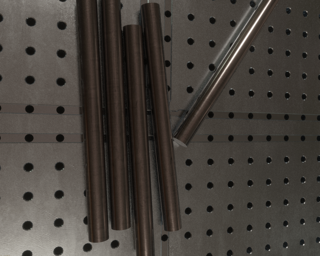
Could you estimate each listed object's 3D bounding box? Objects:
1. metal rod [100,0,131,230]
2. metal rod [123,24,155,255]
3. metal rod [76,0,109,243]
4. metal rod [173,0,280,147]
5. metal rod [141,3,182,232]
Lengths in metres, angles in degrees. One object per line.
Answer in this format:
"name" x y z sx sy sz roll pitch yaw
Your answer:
"metal rod" -0.056 -0.023 0.392 0.025 0.025 0.298 -3 91 -20
"metal rod" -0.027 0.019 0.403 0.025 0.025 0.298 -4 91 -20
"metal rod" -0.083 -0.011 0.382 0.025 0.025 0.298 -3 91 -20
"metal rod" 0.108 -0.103 0.453 0.025 0.025 0.300 37 78 -17
"metal rod" 0.002 -0.012 0.414 0.025 0.025 0.298 -7 92 -20
